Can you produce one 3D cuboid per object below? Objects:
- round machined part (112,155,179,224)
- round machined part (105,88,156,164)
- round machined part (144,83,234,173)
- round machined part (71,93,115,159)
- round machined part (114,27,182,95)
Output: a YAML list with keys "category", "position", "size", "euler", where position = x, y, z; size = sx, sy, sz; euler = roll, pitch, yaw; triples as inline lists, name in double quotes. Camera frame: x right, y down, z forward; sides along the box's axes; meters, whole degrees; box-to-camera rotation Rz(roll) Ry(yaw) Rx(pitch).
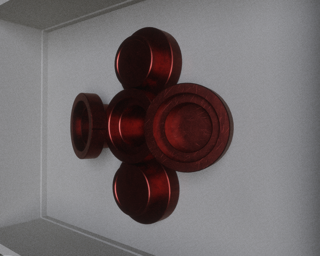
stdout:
- category: "round machined part"
  position: [-0.026, 0.080, 0.415]
  size: [0.098, 0.042, 0.097]
  euler: [0, 90, 40]
- category: "round machined part"
  position: [-0.027, -0.003, 0.415]
  size: [0.098, 0.042, 0.097]
  euler: [0, 90, 40]
- category: "round machined part"
  position: [0.035, 0.000, 0.354]
  size: [0.098, 0.042, 0.097]
  euler: [0, 90, 23]
- category: "round machined part"
  position: [-0.099, -0.003, 0.465]
  size: [0.098, 0.042, 0.097]
  euler: [0, 89, 57]
- category: "round machined part"
  position: [-0.023, -0.085, 0.412]
  size: [0.098, 0.042, 0.097]
  euler: [0, 90, 40]
